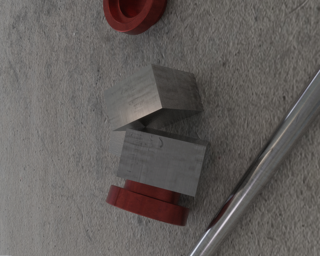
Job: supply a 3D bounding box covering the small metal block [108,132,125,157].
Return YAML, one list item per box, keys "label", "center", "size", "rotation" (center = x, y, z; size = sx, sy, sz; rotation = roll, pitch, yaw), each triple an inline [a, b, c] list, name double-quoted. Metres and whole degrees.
- label: "small metal block"
  center: [-0.044, 0.017, 0.441]
  size: [0.050, 0.025, 0.050]
  rotation: [17, 101, 38]

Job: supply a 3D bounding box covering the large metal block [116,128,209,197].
- label: "large metal block"
  center: [0.008, 0.032, 0.341]
  size: [0.080, 0.080, 0.050]
  rotation: [13, 93, 10]

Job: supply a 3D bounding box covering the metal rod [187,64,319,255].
- label: "metal rod"
  center: [0.091, 0.068, 0.329]
  size: [0.025, 0.025, 0.298]
  rotation: [42, 115, 32]

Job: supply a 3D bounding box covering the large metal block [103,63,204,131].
- label: "large metal block"
  center: [-0.007, -0.032, 0.375]
  size: [0.080, 0.081, 0.050]
  rotation: [-22, 76, 38]

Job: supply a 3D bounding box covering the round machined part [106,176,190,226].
- label: "round machined part"
  center: [-0.011, 0.082, 0.371]
  size: [0.098, 0.098, 0.042]
  rotation: [7, 74, 40]

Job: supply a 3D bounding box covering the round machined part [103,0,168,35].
- label: "round machined part"
  center: [-0.029, -0.175, 0.418]
  size: [0.098, 0.042, 0.097]
  rotation: [0, 90, 40]
